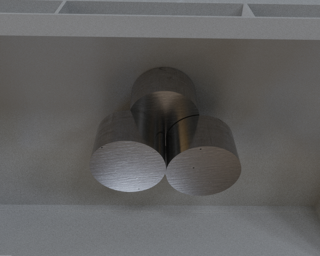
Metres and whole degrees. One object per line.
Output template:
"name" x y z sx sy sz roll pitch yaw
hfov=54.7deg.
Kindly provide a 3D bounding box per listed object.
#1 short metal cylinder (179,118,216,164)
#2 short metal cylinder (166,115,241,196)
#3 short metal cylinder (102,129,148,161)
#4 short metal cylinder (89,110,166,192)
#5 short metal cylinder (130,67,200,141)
"short metal cylinder" 0.042 0.030 0.416 0.081 0.050 0.079 0 130 0
"short metal cylinder" 0.047 0.032 0.351 0.081 0.050 0.079 0 130 0
"short metal cylinder" -0.040 0.026 0.412 0.081 0.050 0.079 0 130 0
"short metal cylinder" -0.034 0.027 0.347 0.081 0.050 0.079 0 130 0
"short metal cylinder" 0.005 -0.025 0.370 0.081 0.050 0.079 0 130 0
